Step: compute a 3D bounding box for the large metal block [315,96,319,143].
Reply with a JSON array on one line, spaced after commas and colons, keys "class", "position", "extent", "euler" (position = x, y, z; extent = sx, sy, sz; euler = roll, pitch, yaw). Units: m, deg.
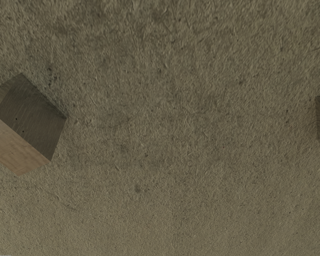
[{"class": "large metal block", "position": [0.248, -0.006, 0.388], "extent": [0.080, 0.050, 0.080], "euler": [-16, 129, 13]}]

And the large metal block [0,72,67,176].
[{"class": "large metal block", "position": [-0.166, -0.004, 0.366], "extent": [0.050, 0.080, 0.080], "euler": [-24, 126, 19]}]
